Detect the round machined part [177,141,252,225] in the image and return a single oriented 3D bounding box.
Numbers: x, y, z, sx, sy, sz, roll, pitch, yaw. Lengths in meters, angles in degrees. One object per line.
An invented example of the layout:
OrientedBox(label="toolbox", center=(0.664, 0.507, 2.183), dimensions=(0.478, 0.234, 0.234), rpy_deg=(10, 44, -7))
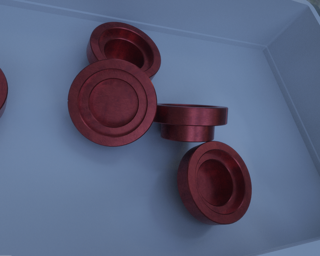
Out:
OrientedBox(label="round machined part", center=(0.061, 0.068, 0.378), dimensions=(0.099, 0.042, 0.098), rpy_deg=(12, 66, -29))

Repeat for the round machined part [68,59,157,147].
OrientedBox(label="round machined part", center=(-0.053, -0.029, 0.363), dimensions=(0.099, 0.042, 0.097), rpy_deg=(0, 96, -2))

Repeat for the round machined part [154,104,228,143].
OrientedBox(label="round machined part", center=(0.036, -0.008, 0.395), dimensions=(0.099, 0.098, 0.042), rpy_deg=(-1, 98, -29))

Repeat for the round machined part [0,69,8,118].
OrientedBox(label="round machined part", center=(-0.205, -0.031, 0.302), dimensions=(0.099, 0.042, 0.098), rpy_deg=(14, 56, -22))

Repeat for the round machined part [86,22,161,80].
OrientedBox(label="round machined part", center=(-0.052, -0.094, 0.424), dimensions=(0.099, 0.042, 0.098), rpy_deg=(14, 56, -21))
